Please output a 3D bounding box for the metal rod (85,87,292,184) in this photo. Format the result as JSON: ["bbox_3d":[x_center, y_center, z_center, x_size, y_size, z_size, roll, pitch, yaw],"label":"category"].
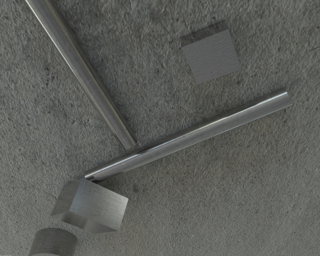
[{"bbox_3d":[0.025,0.019,0.423,0.300,0.025,0.025,-24,127,18],"label":"metal rod"}]

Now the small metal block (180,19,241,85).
[{"bbox_3d":[0.055,-0.082,0.338,0.050,0.025,0.050,-19,128,15],"label":"small metal block"}]

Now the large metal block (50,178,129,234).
[{"bbox_3d":[-0.109,0.123,0.476,0.080,0.050,0.080,31,145,-24],"label":"large metal block"}]

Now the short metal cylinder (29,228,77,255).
[{"bbox_3d":[-0.203,0.234,0.587,0.081,0.050,0.079,0,130,0],"label":"short metal cylinder"}]

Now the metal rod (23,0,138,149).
[{"bbox_3d":[-0.097,-0.085,0.332,0.025,0.025,0.299,-17,129,13],"label":"metal rod"}]
